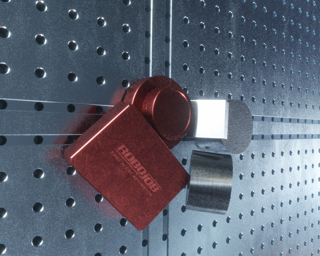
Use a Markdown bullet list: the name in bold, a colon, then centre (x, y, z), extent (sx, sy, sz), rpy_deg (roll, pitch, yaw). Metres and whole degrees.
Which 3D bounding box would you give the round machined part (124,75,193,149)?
- **round machined part**: centre (0.004, -0.019, 0.396), extent (0.099, 0.042, 0.097), rpy_deg (0, 90, -40)

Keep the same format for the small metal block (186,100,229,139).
- **small metal block**: centre (0.065, -0.011, 0.419), extent (0.025, 0.050, 0.050), rpy_deg (13, 80, -68)

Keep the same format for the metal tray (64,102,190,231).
- **metal tray**: centre (-0.033, 0.045, 0.359), extent (0.090, 0.030, 0.130), rpy_deg (-44, 118, -14)

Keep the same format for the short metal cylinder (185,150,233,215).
- **short metal cylinder**: centre (0.064, 0.072, 0.415), extent (0.050, 0.080, 0.080), rpy_deg (7, 84, 4)

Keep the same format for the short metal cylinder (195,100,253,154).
- **short metal cylinder**: centre (0.096, -0.002, 0.470), extent (0.081, 0.050, 0.079), rpy_deg (0, 90, -40)
